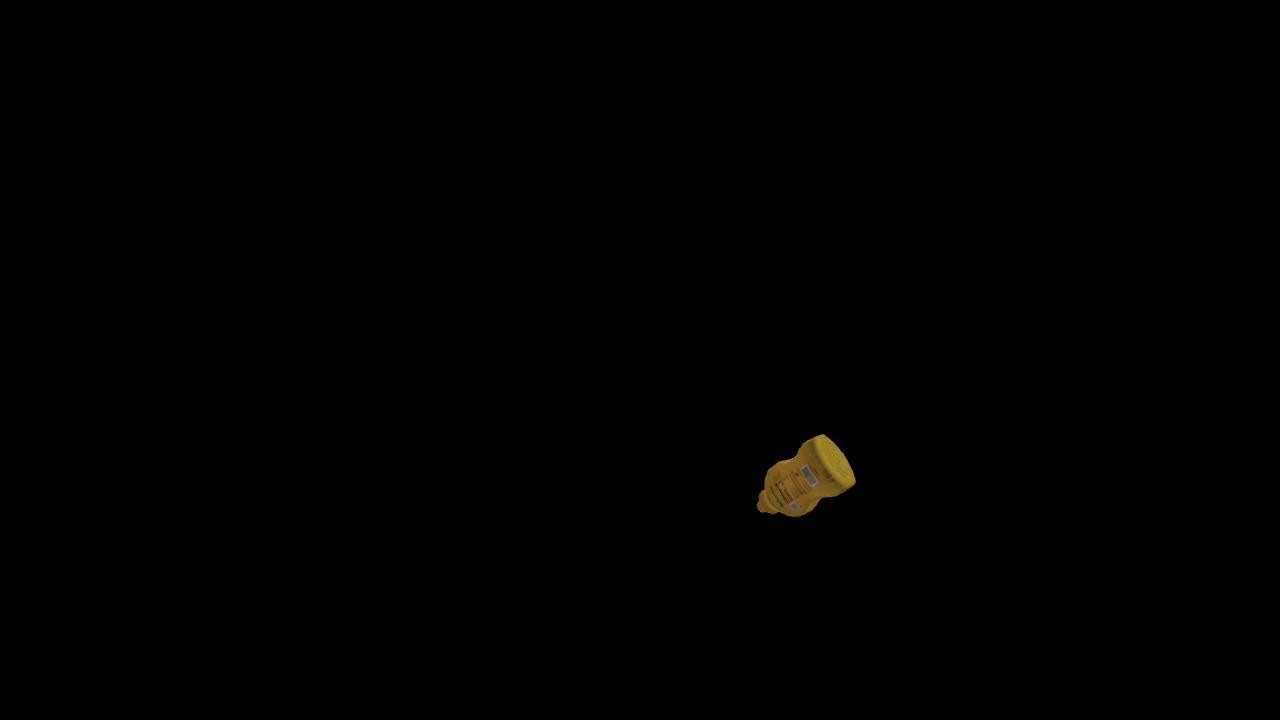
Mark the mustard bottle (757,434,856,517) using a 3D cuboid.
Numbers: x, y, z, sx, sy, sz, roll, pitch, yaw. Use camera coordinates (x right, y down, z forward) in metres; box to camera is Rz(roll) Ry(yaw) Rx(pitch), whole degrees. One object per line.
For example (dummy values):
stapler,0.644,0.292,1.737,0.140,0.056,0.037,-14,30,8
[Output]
mustard bottle,0.246,0.198,0.971,0.054,0.092,0.184,-20,-21,-44
